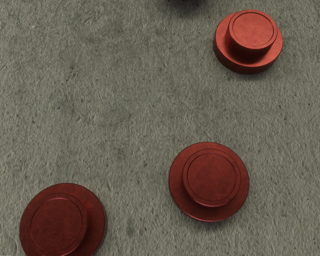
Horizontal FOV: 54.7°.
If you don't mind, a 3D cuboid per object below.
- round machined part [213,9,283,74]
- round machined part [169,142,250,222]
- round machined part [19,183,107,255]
[{"bbox_3d":[0.129,-0.130,0.447,0.099,0.042,0.098,0,70,0],"label":"round machined part"},{"bbox_3d":[0.060,0.063,0.376,0.099,0.042,0.098,0,70,0],"label":"round machined part"},{"bbox_3d":[-0.113,0.112,0.357,0.099,0.042,0.098,0,70,0],"label":"round machined part"}]
